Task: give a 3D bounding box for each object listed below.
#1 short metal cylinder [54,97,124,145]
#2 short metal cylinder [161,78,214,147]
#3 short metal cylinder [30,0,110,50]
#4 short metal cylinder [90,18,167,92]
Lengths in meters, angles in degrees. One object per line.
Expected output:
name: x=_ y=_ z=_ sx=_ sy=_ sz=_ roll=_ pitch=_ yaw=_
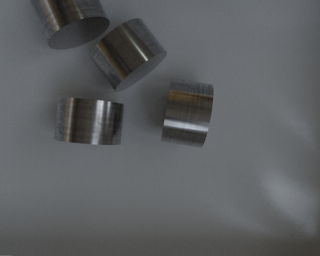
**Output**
short metal cylinder: x=-0.087 y=-0.008 z=0.383 sx=0.080 sy=0.080 sz=0.050 roll=5 pitch=90 yaw=0
short metal cylinder: x=0.032 y=-0.019 z=0.384 sx=0.050 sy=0.080 sz=0.080 roll=9 pitch=90 yaw=0
short metal cylinder: x=-0.110 y=-0.139 z=0.383 sx=0.080 sy=0.080 sz=0.050 roll=-25 pitch=90 yaw=0
short metal cylinder: x=-0.038 y=-0.089 z=0.383 sx=0.080 sy=0.080 sz=0.050 roll=-37 pitch=90 yaw=0
